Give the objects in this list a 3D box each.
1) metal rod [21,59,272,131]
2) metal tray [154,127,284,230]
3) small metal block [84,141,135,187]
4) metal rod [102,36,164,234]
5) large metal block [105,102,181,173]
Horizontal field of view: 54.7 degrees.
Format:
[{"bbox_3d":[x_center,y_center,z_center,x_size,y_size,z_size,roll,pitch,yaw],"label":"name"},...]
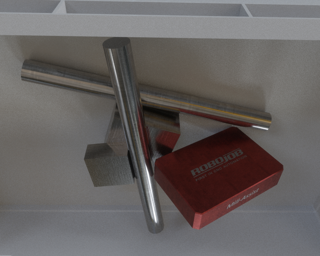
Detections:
[{"bbox_3d":[-0.007,-0.037,0.377,0.302,0.025,0.025,11,129,-10],"label":"metal rod"},{"bbox_3d":[0.070,0.054,0.376,0.131,0.090,0.030,-21,136,-25],"label":"metal tray"},{"bbox_3d":[-0.060,0.045,0.379,0.050,0.025,0.050,-5,130,3],"label":"small metal block"},{"bbox_3d":[-0.023,0.036,0.372,0.025,0.025,0.298,-5,130,4],"label":"metal rod"},{"bbox_3d":[-0.027,0.011,0.400,0.081,0.050,0.079,14,129,-12],"label":"large metal block"}]
